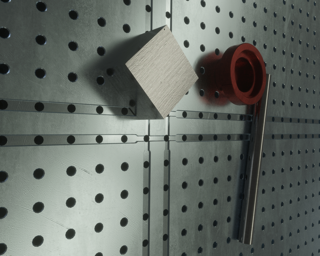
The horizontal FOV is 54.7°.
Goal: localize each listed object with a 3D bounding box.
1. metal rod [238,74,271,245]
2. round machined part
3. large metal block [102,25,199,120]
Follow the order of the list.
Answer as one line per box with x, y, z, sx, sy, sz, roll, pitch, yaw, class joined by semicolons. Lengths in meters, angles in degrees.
0.169;0.050;0.550;0.025;0.025;0.299;14;81;-39;metal rod
0.127;-0.085;0.504;0.099;0.042;0.097;0;90;-40;round machined part
-0.009;-0.067;0.385;0.080;0.050;0.080;-51;120;-28;large metal block
